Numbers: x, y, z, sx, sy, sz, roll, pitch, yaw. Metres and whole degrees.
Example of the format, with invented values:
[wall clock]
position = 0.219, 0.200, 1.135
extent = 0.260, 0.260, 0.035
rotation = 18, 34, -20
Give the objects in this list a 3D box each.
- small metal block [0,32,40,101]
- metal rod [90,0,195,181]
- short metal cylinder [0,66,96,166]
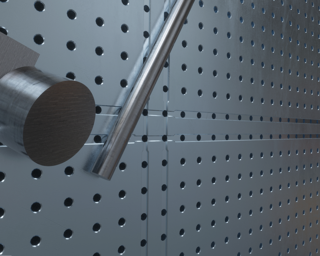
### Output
[small metal block]
position = -0.149, -0.058, 0.285
extent = 0.050, 0.025, 0.050
rotation = 29, 72, -36
[metal rod]
position = -0.011, -0.075, 0.401
extent = 0.025, 0.025, 0.300
rotation = 37, 67, -34
[short metal cylinder]
position = -0.106, -0.012, 0.284
extent = 0.080, 0.050, 0.079
rotation = -42, 144, -42
